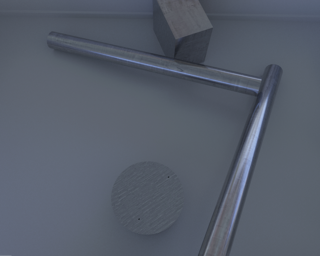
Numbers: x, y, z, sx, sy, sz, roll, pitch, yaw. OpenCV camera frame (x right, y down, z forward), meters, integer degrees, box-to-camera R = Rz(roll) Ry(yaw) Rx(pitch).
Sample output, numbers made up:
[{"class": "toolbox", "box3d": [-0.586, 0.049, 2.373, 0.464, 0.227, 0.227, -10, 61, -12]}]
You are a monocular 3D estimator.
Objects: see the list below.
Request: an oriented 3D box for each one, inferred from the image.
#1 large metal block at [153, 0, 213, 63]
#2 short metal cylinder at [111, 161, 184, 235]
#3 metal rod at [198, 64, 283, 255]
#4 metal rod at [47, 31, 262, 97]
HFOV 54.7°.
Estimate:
[{"class": "large metal block", "box3d": [0.028, -0.138, 0.431, 0.050, 0.080, 0.080, -20, 72, -7]}, {"class": "short metal cylinder", "box3d": [-0.014, 0.084, 0.366, 0.081, 0.050, 0.080, 0, 70, 0]}, {"class": "metal rod", "box3d": [0.101, 0.021, 0.350, 0.025, 0.025, 0.301, 25, 52, 8]}, {"class": "metal rod", "box3d": [-0.017, -0.090, 0.422, 0.301, 0.025, 0.025, 15, 71, 13]}]
